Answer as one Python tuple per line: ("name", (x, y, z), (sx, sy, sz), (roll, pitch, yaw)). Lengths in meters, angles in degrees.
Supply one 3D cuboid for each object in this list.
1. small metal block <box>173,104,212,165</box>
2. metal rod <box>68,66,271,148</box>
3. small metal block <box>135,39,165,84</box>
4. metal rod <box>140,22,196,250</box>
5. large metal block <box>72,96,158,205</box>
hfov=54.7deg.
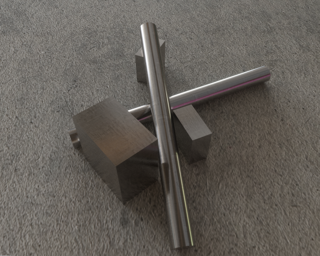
("small metal block", (0.037, 0.008, 0.381), (0.025, 0.050, 0.050), (-19, 53, -15))
("metal rod", (0.024, -0.035, 0.432), (0.302, 0.025, 0.025), (-20, 53, -16))
("small metal block", (-0.014, -0.102, 0.473), (0.025, 0.050, 0.050), (19, 52, 15))
("metal rod", (0.003, -0.012, 0.375), (0.025, 0.025, 0.299), (-6, 62, -5))
("large metal block", (-0.047, 0.025, 0.346), (0.050, 0.080, 0.080), (-33, 58, -24))
